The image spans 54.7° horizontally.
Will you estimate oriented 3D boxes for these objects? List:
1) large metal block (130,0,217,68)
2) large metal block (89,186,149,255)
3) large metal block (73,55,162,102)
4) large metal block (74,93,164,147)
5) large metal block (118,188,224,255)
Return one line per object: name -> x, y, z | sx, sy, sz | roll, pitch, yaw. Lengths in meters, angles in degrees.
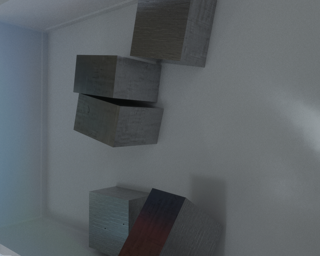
large metal block -> 0.015, -0.121, 0.378 | 0.080, 0.050, 0.079 | 16, 100, 39
large metal block -> -0.054, 0.131, 0.436 | 0.080, 0.050, 0.080 | 1, 91, 40
large metal block -> -0.057, -0.066, 0.418 | 0.080, 0.081, 0.050 | 12, 98, 39
large metal block -> -0.055, -0.012, 0.416 | 0.080, 0.081, 0.050 | 19, 102, 38
large metal block -> 0.015, 0.123, 0.335 | 0.050, 0.080, 0.080 | 4, 59, 47
